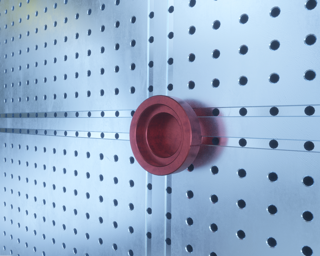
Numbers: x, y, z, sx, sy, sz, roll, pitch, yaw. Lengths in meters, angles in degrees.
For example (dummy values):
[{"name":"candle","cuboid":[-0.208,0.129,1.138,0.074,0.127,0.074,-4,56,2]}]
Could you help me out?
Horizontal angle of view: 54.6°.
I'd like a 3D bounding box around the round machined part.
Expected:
[{"name":"round machined part","cuboid":[0.011,0.009,0.390,0.098,0.042,0.097,0,90,40]}]
